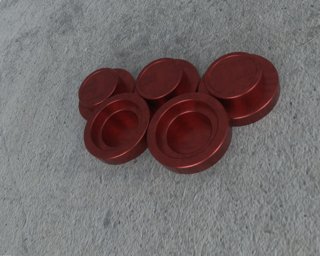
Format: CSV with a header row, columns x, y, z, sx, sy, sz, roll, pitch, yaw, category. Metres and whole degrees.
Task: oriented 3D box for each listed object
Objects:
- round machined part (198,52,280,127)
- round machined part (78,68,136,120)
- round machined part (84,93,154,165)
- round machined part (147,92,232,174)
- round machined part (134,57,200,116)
x,y,z,sx,sy,sz,roll,pitch,yaw,category
0.093,-0.054,0.378,0.098,0.042,0.098,-13,56,20,round machined part
-0.083,-0.052,0.468,0.098,0.042,0.098,-13,56,20,round machined part
-0.049,0.005,0.416,0.098,0.042,0.098,-13,56,20,round machined part
0.037,0.010,0.368,0.098,0.042,0.098,-13,56,20,round machined part
0.006,-0.057,0.425,0.098,0.042,0.098,-13,56,20,round machined part
